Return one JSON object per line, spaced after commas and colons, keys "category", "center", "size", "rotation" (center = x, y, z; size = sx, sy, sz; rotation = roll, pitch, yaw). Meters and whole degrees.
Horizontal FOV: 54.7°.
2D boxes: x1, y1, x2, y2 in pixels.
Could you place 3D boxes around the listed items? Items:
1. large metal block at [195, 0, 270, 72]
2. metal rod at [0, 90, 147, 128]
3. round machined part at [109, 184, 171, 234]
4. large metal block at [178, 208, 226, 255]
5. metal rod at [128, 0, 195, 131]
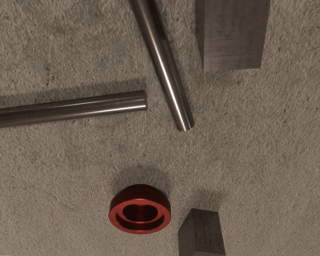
{"category": "large metal block", "center": [0.061, -0.108, 0.280], "size": [0.050, 0.080, 0.079], "rotation": [-3, 130, 2]}
{"category": "metal rod", "center": [-0.167, -0.017, 0.390], "size": [0.302, 0.025, 0.025], "rotation": [-7, 130, 5]}
{"category": "round machined part", "center": [-0.032, 0.129, 0.506], "size": [0.099, 0.042, 0.097], "rotation": [-1, 130, 0]}
{"category": "large metal block", "center": [0.070, 0.201, 0.543], "size": [0.050, 0.080, 0.079], "rotation": [12, 129, -10]}
{"category": "metal rod", "center": [-0.012, -0.112, 0.311], "size": [0.025, 0.025, 0.299], "rotation": [-14, 129, 11]}
